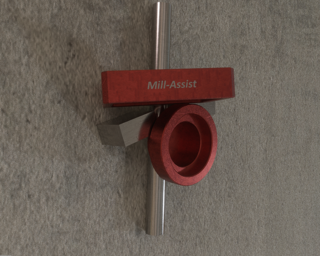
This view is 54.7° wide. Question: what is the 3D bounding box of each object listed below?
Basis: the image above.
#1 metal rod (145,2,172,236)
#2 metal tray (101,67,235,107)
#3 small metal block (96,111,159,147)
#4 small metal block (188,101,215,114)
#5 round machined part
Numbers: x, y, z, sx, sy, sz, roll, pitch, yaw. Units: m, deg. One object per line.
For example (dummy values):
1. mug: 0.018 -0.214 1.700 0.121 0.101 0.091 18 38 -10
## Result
1. metal rod: -0.002 -0.013 0.407 0.025 0.025 0.298 3 88 -40
2. metal tray: 0.003 -0.042 0.338 0.131 0.090 0.030 -4 92 -11
3. small metal block: -0.038 0.000 0.360 0.050 0.050 0.025 -25 106 -38
4. small metal block: 0.040 -0.030 0.426 0.050 0.050 0.025 -2 92 -40
5. round machined part: 0.024 0.019 0.381 0.099 0.042 0.097 -4 96 -42
